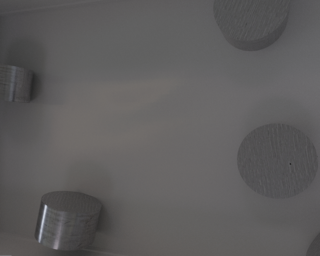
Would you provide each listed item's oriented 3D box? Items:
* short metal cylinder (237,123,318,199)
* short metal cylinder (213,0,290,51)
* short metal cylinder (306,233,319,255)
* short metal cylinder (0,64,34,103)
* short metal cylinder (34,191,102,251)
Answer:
[{"bbox_3d":[0.131,0.035,0.351,0.080,0.050,0.080,0,90,20],"label":"short metal cylinder"},{"bbox_3d":[0.107,-0.135,0.359,0.080,0.050,0.080,0,90,20],"label":"short metal cylinder"},{"bbox_3d":[0.198,0.128,0.311,0.080,0.080,0.050,-46,76,14],"label":"short metal cylinder"},{"bbox_3d":[-0.236,-0.068,0.465,0.080,0.080,0.050,9,93,20],"label":"short metal cylinder"},{"bbox_3d":[-0.125,0.124,0.425,0.080,0.080,0.050,14,95,19],"label":"short metal cylinder"}]
